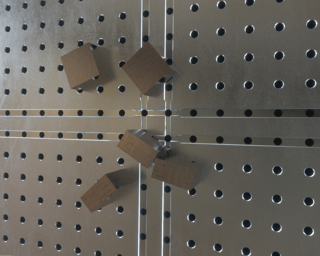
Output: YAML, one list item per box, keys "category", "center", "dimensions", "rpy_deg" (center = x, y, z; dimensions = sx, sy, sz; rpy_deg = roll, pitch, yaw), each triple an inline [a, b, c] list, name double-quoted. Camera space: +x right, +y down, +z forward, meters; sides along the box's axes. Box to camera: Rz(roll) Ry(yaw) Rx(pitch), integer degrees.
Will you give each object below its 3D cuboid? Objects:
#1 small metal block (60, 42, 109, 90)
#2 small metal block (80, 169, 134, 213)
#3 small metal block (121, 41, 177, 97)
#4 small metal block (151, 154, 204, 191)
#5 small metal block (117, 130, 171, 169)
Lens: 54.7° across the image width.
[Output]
- category: "small metal block"
  center: [-0.110, -0.088, 0.450]
  dimensions: [0.050, 0.025, 0.050]
  rpy_deg: [-22, 83, 18]
- category: "small metal block"
  center: [-0.071, 0.085, 0.423]
  dimensions: [0.050, 0.050, 0.025]
  rpy_deg: [-44, 77, 14]
- category: "small metal block"
  center: [-0.015, -0.079, 0.417]
  dimensions: [0.050, 0.025, 0.050]
  rpy_deg: [-41, 77, 15]
- category: "small metal block"
  center: [0.023, 0.055, 0.390]
  dimensions: [0.050, 0.050, 0.025]
  rpy_deg: [16, 96, 19]
- category: "small metal block"
  center: [-0.020, 0.026, 0.405]
  dimensions: [0.050, 0.050, 0.025]
  rpy_deg: [34, 101, 16]
